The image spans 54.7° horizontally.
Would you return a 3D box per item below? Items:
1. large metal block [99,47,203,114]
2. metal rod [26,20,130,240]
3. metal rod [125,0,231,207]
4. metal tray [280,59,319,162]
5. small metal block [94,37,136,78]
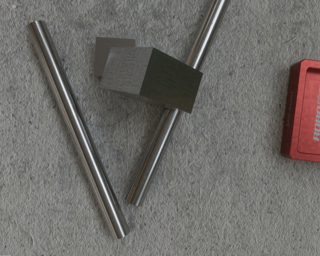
[{"bbox_3d":[-0.011,-0.057,0.366,0.080,0.080,0.050,16,90,-42],"label":"large metal block"},{"bbox_3d":[-0.107,0.003,0.408,0.025,0.025,0.299,-22,90,0],"label":"metal rod"},{"bbox_3d":[0.024,-0.039,0.410,0.025,0.025,0.299,23,90,-1],"label":"metal rod"},{"bbox_3d":[0.217,-0.020,0.410,0.091,0.030,0.129,7,90,-1],"label":"metal tray"},{"bbox_3d":[-0.058,-0.091,0.409,0.050,0.025,0.050,3,90,-1],"label":"small metal block"}]
